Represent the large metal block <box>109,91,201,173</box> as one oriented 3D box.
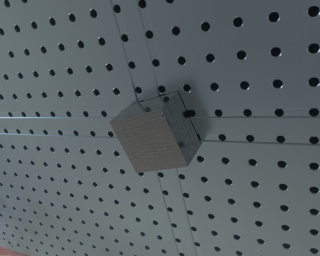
[{"bbox_3d":[-0.005,0.008,0.402,0.080,0.050,0.080,-13,112,33],"label":"large metal block"}]
